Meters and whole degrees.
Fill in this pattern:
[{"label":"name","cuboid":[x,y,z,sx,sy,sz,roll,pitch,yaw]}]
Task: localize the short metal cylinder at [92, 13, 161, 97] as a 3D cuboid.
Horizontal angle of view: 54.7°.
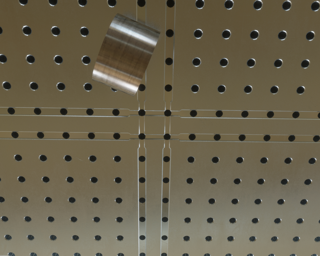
[{"label":"short metal cylinder","cuboid":[-0.038,-0.082,0.353,0.050,0.080,0.079,22,109,-8]}]
